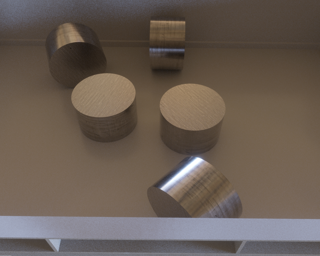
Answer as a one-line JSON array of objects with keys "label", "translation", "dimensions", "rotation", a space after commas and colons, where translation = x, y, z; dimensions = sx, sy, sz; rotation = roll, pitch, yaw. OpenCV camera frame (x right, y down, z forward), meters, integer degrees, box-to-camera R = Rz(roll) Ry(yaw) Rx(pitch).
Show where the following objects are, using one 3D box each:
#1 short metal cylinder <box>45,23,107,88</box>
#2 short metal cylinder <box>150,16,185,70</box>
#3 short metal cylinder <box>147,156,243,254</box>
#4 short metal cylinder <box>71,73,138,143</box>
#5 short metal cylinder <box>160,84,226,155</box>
[{"label": "short metal cylinder", "translation": [-0.124, -0.106, 0.457], "dimensions": [0.081, 0.080, 0.050], "rotation": [-15, 52, -12]}, {"label": "short metal cylinder", "translation": [0.011, -0.131, 0.479], "dimensions": [0.050, 0.080, 0.080], "rotation": [2, 50, 1]}, {"label": "short metal cylinder", "translation": [0.033, 0.075, 0.307], "dimensions": [0.050, 0.080, 0.080], "rotation": [-36, 59, -26]}, {"label": "short metal cylinder", "translation": [-0.071, -0.027, 0.411], "dimensions": [0.081, 0.050, 0.080], "rotation": [0, 50, 0]}, {"label": "short metal cylinder", "translation": [0.040, -0.012, 0.399], "dimensions": [0.081, 0.050, 0.080], "rotation": [0, 50, 0]}]
